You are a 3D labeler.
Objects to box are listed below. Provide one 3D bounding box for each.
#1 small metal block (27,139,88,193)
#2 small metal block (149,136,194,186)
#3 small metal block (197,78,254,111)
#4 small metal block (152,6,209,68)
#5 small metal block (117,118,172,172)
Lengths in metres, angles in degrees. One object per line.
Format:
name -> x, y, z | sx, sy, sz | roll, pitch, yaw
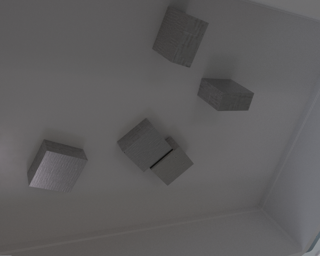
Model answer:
small metal block -> -0.123, 0.047, 0.370 | 0.050, 0.025, 0.050 | 20, 108, -36
small metal block -> 0.013, 0.048, 0.443 | 0.050, 0.025, 0.050 | -40, 134, -1
small metal block -> 0.086, -0.045, 0.412 | 0.050, 0.050, 0.025 | -2, 120, -27
small metal block -> 0.021, -0.101, 0.341 | 0.025, 0.050, 0.050 | 9, 114, -33
small metal block -> -0.020, 0.023, 0.412 | 0.050, 0.025, 0.050 | -40, 129, -1
